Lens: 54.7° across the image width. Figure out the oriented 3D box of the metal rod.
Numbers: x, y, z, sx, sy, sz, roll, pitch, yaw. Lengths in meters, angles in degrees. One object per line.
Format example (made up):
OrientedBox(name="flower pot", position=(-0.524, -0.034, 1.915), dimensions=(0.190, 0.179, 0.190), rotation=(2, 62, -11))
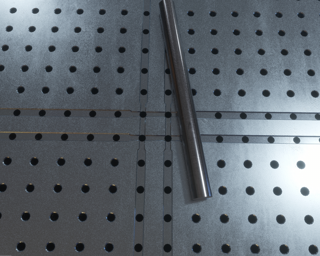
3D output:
OrientedBox(name="metal rod", position=(0.031, -0.053, 0.431), dimensions=(0.025, 0.025, 0.299), rotation=(-8, 70, -3))
